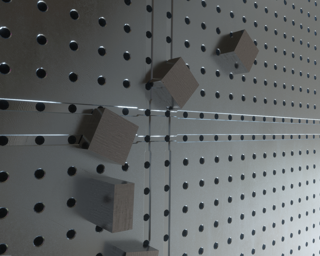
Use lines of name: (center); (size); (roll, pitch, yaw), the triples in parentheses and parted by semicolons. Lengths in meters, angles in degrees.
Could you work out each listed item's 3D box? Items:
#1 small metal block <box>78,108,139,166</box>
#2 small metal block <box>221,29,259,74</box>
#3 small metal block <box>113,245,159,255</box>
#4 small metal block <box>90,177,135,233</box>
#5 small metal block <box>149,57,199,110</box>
small metal block: (-0.059, 0.010, 0.359); (0.050, 0.025, 0.050); (31, 71, -36)
small metal block: (0.136, -0.127, 0.521); (0.050, 0.025, 0.050); (43, 64, -32)
small metal block: (-0.032, 0.174, 0.382); (0.050, 0.025, 0.050); (15, 80, -39)
small metal block: (-0.054, 0.084, 0.347); (0.025, 0.050, 0.050); (4, 87, -40)
small metal block: (0.020, -0.060, 0.425); (0.050, 0.025, 0.050); (52, 60, -27)
